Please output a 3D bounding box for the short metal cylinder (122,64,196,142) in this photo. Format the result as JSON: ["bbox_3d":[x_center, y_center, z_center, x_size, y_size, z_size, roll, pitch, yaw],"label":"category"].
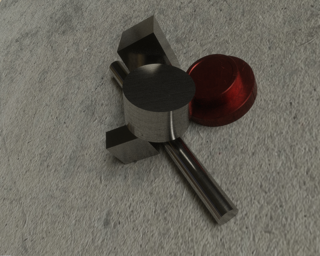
[{"bbox_3d":[-0.002,-0.030,0.360,0.081,0.050,0.080,2,49,-2],"label":"short metal cylinder"}]

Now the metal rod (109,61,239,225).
[{"bbox_3d":[0.000,-0.004,0.407,0.025,0.025,0.300,-38,51,2],"label":"metal rod"}]

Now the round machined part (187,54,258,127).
[{"bbox_3d":[0.069,-0.054,0.390,0.098,0.042,0.098,-13,56,20],"label":"round machined part"}]

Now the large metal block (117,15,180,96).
[{"bbox_3d":[-0.011,-0.095,0.419,0.050,0.080,0.080,-25,31,15],"label":"large metal block"}]

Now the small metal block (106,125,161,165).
[{"bbox_3d":[-0.034,0.020,0.394,0.050,0.050,0.025,-19,54,16],"label":"small metal block"}]
